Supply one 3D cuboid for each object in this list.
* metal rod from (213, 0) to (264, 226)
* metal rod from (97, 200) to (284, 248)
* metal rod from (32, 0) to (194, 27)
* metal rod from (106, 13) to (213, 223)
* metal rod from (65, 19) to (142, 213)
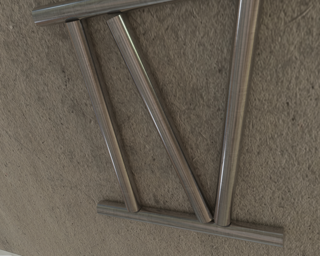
[{"bbox_3d":[0.086,0.002,0.362,0.025,0.025,0.298,12,124,21],"label":"metal rod"},{"bbox_3d":[0.030,0.143,0.478,0.301,0.025,0.025,1,119,27],"label":"metal rod"},{"bbox_3d":[-0.021,-0.140,0.331,0.301,0.025,0.025,1,119,27],"label":"metal rod"},{"bbox_3d":[0.008,0.001,0.403,0.025,0.025,0.299,-12,113,33],"label":"metal rod"},{"bbox_3d":[-0.073,-0.001,0.443,0.025,0.025,0.298,1,119,27],"label":"metal rod"}]
